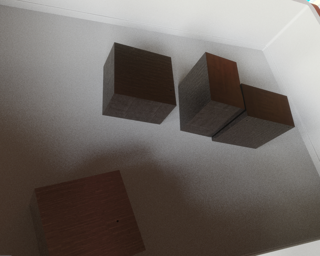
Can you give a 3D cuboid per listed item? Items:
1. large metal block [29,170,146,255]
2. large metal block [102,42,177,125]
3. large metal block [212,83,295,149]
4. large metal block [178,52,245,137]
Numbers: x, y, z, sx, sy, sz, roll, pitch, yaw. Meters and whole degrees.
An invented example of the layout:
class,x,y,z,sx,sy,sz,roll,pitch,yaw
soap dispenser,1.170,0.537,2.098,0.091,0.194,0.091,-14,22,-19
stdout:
class,x,y,z,sx,sy,sz,roll,pitch,yaw
large metal block,-0.071,0.094,0.294,0.081,0.050,0.080,-9,66,-32
large metal block,-0.029,-0.057,0.408,0.081,0.050,0.080,9,58,-23
large metal block,0.128,-0.013,0.446,0.081,0.080,0.050,11,60,-23
large metal block,0.068,-0.044,0.433,0.050,0.080,0.080,13,57,-21
